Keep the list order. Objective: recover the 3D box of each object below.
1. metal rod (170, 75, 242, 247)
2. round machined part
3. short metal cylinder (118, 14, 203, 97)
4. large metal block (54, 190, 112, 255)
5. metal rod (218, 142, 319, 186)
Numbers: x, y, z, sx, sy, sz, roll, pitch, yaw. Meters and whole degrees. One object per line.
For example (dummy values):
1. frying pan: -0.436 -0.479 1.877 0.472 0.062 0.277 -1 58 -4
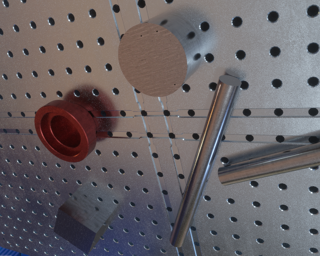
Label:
1. metal rod: 0.052 0.067 0.424 0.025 0.025 0.298 22 127 15
2. round machined part: -0.138 0.001 0.474 0.098 0.042 0.097 13 124 21
3. short metal cylinder: 0.001 -0.081 0.344 0.080 0.050 0.079 13 124 21
4. large metal block: -0.146 0.178 0.583 0.080 0.050 0.079 30 128 8
5. metal rod: 0.196 0.019 0.319 0.299 0.025 0.025 -21 107 36
